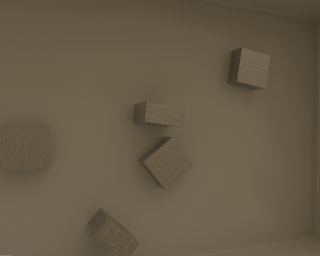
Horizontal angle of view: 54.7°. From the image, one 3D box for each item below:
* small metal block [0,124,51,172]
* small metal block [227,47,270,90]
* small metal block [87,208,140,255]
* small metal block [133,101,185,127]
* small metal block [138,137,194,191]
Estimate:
[{"bbox_3d":[-0.154,0.022,0.354,0.050,0.025,0.050,-4,91,-20],"label":"small metal block"},{"bbox_3d":[0.132,-0.087,0.461,0.050,0.025,0.050,10,87,-20],"label":"small metal block"},{"bbox_3d":[-0.058,0.129,0.377,0.050,0.050,0.025,44,76,-15],"label":"small metal block"},{"bbox_3d":[-0.002,-0.017,0.397,0.050,0.050,0.025,7,88,-20],"label":"small metal block"},{"bbox_3d":[0.008,0.047,0.415,0.050,0.025,0.050,-40,103,-16],"label":"small metal block"}]
